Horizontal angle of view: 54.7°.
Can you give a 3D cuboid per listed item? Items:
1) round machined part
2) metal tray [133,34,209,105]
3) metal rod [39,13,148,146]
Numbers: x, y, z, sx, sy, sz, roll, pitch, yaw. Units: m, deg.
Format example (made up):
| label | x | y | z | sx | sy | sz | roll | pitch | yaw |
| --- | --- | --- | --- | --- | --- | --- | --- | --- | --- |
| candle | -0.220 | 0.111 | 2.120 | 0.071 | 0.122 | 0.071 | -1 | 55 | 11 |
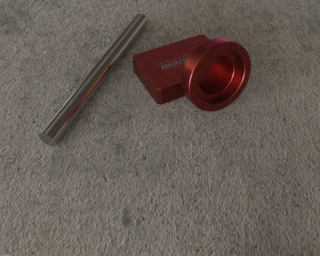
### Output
| label | x | y | z | sx | sy | sz | roll | pitch | yaw |
| --- | --- | --- | --- | --- | --- | --- | --- | --- | --- |
| round machined part | 0.071 | -0.075 | 0.422 | 0.099 | 0.097 | 0.042 | -22 | 39 | -17 |
| metal tray | 0.035 | -0.094 | 0.480 | 0.131 | 0.030 | 0.090 | -22 | 53 | -18 |
| metal rod | -0.088 | -0.092 | 0.480 | 0.025 | 0.025 | 0.301 | 16 | 52 | 13 |
